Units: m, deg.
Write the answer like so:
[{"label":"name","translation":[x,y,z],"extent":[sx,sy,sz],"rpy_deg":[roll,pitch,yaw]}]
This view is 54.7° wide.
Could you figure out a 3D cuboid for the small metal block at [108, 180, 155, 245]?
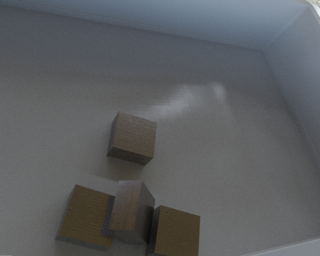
[{"label":"small metal block","translation":[-0.027,0.088,0.319],"extent":[0.025,0.050,0.050],"rpy_deg":[-3,54,16]}]

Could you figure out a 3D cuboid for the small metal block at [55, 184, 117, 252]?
[{"label":"small metal block","translation":[-0.071,0.091,0.312],"extent":[0.050,0.025,0.050],"rpy_deg":[22,54,-15]}]

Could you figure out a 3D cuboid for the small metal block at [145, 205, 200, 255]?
[{"label":"small metal block","translation":[0.015,0.119,0.341],"extent":[0.050,0.025,0.050],"rpy_deg":[20,54,-17]}]

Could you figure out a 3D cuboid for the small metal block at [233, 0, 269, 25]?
[{"label":"small metal block","translation":[0.189,-0.246,0.643],"extent":[0.050,0.050,0.025],"rpy_deg":[-25,76,-37]}]

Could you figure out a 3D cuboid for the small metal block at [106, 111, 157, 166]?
[{"label":"small metal block","translation":[-0.034,0.013,0.379],"extent":[0.050,0.025,0.050],"rpy_deg":[17,55,-18]}]
